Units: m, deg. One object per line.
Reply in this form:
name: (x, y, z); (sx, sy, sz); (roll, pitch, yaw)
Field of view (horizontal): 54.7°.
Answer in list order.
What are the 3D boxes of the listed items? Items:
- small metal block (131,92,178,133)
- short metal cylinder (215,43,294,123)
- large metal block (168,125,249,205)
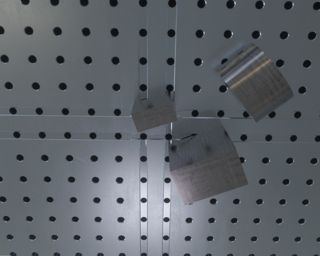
small metal block: (-0.007, -0.021, 0.392); (0.050, 0.050, 0.025); (-16, 109, 6)
short metal cylinder: (0.110, -0.052, 0.366); (0.050, 0.080, 0.080); (-38, 106, 13)
large metal block: (0.058, 0.045, 0.401); (0.080, 0.080, 0.050); (-20, 109, 7)
